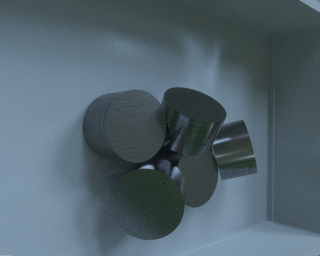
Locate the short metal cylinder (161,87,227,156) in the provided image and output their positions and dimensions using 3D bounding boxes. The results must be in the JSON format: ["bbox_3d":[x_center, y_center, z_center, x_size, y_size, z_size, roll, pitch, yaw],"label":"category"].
[{"bbox_3d":[0.036,-0.010,0.392,0.081,0.080,0.050,-11,133,-40],"label":"short metal cylinder"}]

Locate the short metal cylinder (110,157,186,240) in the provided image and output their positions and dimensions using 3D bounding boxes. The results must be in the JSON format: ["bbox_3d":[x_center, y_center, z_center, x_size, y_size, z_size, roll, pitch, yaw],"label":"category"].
[{"bbox_3d":[-0.011,0.078,0.353,0.050,0.080,0.079,-51,133,-79],"label":"short metal cylinder"}]

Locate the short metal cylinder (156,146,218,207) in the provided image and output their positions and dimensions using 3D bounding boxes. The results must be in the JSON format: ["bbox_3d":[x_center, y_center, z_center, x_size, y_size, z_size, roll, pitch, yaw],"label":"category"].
[{"bbox_3d":[0.033,0.062,0.418,0.081,0.050,0.079,0,90,-40],"label":"short metal cylinder"}]

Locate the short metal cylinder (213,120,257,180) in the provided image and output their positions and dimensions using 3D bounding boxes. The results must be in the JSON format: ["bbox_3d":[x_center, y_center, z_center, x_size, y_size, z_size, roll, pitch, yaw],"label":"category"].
[{"bbox_3d":[0.106,0.032,0.453,0.080,0.050,0.080,-15,91,-81],"label":"short metal cylinder"}]

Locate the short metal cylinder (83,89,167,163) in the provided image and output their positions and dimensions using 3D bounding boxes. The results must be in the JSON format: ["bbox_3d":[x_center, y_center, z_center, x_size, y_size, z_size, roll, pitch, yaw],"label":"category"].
[{"bbox_3d":[-0.039,-0.002,0.356,0.081,0.050,0.079,0,90,-40],"label":"short metal cylinder"}]
